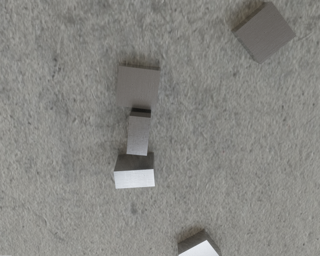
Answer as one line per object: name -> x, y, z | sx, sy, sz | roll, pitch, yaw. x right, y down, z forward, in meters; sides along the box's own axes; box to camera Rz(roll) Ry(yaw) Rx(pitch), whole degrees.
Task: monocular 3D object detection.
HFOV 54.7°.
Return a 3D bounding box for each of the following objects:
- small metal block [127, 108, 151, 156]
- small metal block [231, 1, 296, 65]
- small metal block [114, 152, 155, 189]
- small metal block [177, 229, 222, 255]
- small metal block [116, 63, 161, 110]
small metal block -> -0.026, 0.001, 0.397 | 0.025, 0.050, 0.050 | 6, 110, -3
small metal block -> 0.123, -0.113, 0.370 | 0.050, 0.025, 0.050 | -40, 106, 13
small metal block -> -0.033, 0.056, 0.417 | 0.050, 0.050, 0.025 | -4, 110, 1
small metal block -> 0.063, 0.194, 0.482 | 0.050, 0.025, 0.050 | -33, 107, 11
small metal block -> -0.027, -0.053, 0.390 | 0.050, 0.025, 0.050 | 6, 110, -3
